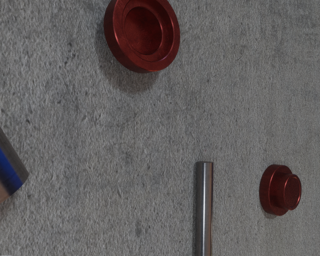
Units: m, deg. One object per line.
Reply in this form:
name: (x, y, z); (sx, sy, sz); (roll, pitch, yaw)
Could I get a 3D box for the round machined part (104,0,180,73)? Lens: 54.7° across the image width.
round machined part: (-0.025, -0.115, 0.374); (0.099, 0.042, 0.097); (0, 90, -40)

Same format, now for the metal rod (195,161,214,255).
metal rod: (0.065, 0.200, 0.462); (0.025, 0.025, 0.298); (2, 89, -40)

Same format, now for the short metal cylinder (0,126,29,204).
short metal cylinder: (-0.154, 0.035, 0.241); (0.081, 0.080, 0.050); (-36, 113, -34)

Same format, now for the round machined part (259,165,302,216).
round machined part: (0.237, 0.120, 0.597); (0.099, 0.042, 0.097); (0, 90, -40)
